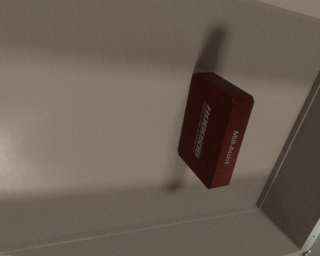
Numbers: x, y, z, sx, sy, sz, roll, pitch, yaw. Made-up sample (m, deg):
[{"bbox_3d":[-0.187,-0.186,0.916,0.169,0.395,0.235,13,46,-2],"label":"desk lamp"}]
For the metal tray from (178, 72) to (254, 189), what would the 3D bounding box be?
[{"bbox_3d":[0.067,0.002,0.406,0.030,0.090,0.129,-6,121,-26],"label":"metal tray"}]
